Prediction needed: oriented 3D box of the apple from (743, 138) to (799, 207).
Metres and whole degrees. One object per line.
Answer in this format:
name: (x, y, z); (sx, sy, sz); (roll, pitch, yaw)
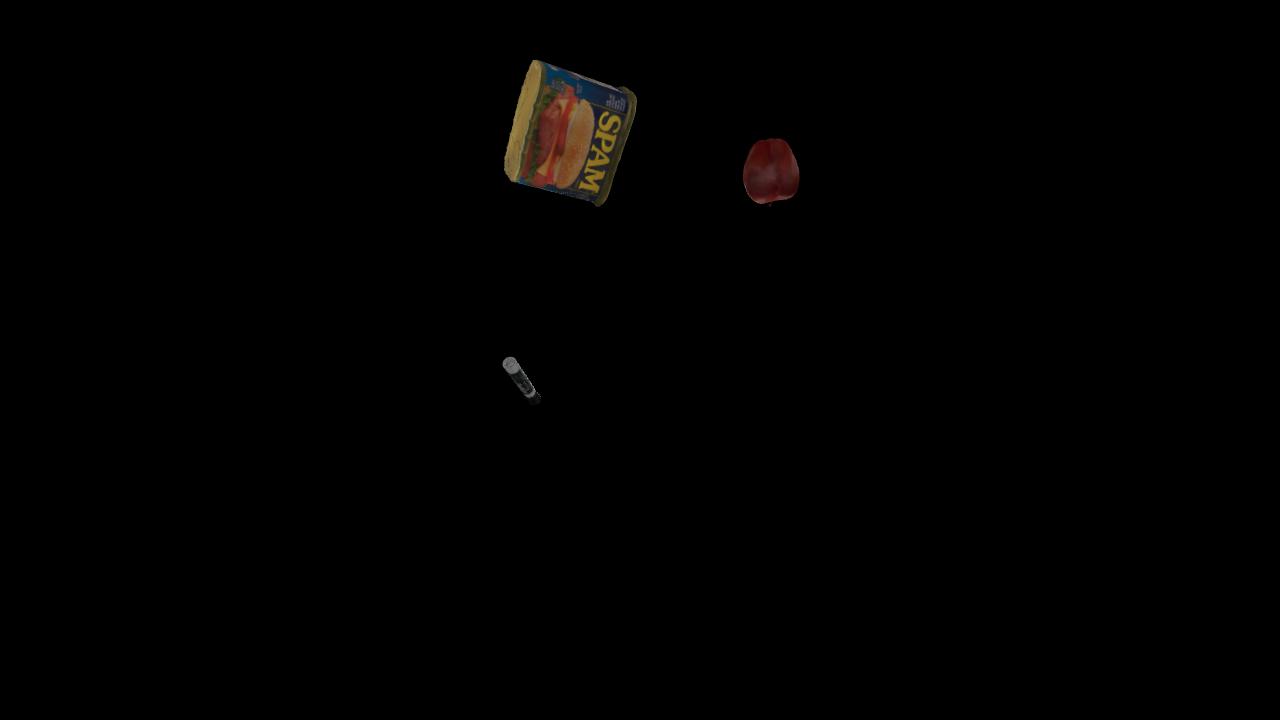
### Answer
apple: (0.187, -0.268, 0.883); (0.079, 0.093, 0.079); (-7, 14, 2)

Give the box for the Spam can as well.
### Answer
Spam can: (-0.062, -0.194, 0.528); (0.085, 0.101, 0.058); (7, 30, -28)

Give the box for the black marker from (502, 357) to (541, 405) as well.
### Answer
black marker: (-0.160, 0.032, 0.845); (0.020, 0.020, 0.121); (0, -28, 9)
